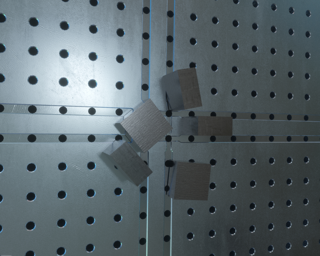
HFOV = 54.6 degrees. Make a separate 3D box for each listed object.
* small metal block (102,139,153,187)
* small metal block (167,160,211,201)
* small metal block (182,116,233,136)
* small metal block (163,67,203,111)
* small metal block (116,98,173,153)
[{"bbox_3d":[-0.041,0.042,0.384,0.025,0.050,0.050,-42,104,-15],"label":"small metal block"},{"bbox_3d":[0.040,0.072,0.427,0.050,0.025,0.050,7,88,-20],"label":"small metal block"},{"bbox_3d":[0.063,-0.003,0.422,0.050,0.050,0.025,1,90,-20],"label":"small metal block"},{"bbox_3d":[0.029,-0.050,0.410,0.025,0.050,0.050,-12,94,-20],"label":"small metal block"},{"bbox_3d":[-0.020,-0.003,0.405,0.050,0.025,0.050,-41,103,-15],"label":"small metal block"}]
